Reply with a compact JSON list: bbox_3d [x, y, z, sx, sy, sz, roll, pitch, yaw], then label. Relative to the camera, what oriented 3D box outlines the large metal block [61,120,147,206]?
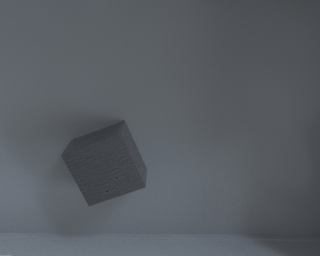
[{"bbox_3d":[-0.071,0.047,0.414,0.080,0.050,0.080,-20,109,7],"label":"large metal block"}]
